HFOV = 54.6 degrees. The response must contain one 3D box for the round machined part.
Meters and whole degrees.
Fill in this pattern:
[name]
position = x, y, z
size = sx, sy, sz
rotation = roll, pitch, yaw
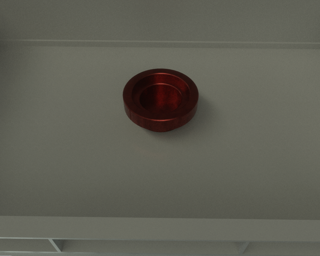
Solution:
[round machined part]
position = 0.001, -0.033, 0.418
size = 0.099, 0.042, 0.098
rotation = 0, 50, 0
